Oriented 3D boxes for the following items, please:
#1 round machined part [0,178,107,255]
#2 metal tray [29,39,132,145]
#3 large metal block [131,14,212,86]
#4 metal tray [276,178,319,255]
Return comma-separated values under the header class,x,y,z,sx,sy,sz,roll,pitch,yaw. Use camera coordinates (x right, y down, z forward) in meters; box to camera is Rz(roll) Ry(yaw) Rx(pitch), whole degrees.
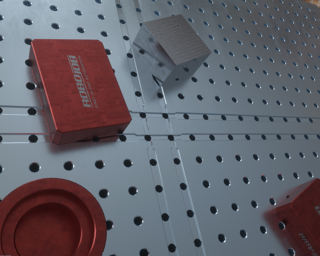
class,x,y,z,sx,sy,sz,roll,pitch,yaw
round machined part,-0.102,0.099,0.282,0.099,0.042,0.098,14,56,-21
metal tray,-0.099,-0.050,0.382,0.091,0.030,0.130,-10,67,-32
large metal block,0.017,-0.121,0.475,0.081,0.050,0.080,-28,77,-37
metal tray,0.236,0.148,0.442,0.091,0.030,0.130,-24,75,-36
